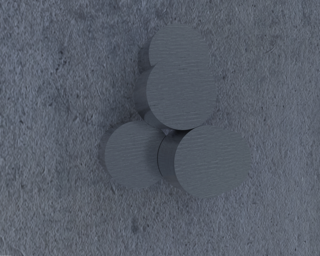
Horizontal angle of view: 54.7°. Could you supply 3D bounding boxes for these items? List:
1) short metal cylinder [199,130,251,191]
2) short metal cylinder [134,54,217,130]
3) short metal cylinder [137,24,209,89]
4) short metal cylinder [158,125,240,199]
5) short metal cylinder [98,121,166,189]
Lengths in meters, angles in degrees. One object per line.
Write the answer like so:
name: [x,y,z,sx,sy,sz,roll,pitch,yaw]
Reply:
short metal cylinder: [0.076,0.042,0.424,0.081,0.050,0.080,0,90,-20]
short metal cylinder: [0.016,-0.038,0.349,0.081,0.050,0.080,0,90,-20]
short metal cylinder: [0.016,-0.088,0.403,0.081,0.050,0.080,0,90,-20]
short metal cylinder: [0.044,0.037,0.359,0.081,0.050,0.080,0,90,-21]
short metal cylinder: [-0.033,0.031,0.385,0.081,0.050,0.080,0,90,-20]
